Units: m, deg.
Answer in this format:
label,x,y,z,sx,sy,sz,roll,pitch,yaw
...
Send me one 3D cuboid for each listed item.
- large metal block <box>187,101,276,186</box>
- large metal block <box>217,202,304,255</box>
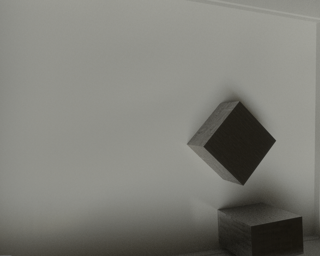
label,x,y,z,sx,sy,sz,roll,pitch,yaw
large metal block,0.100,0.020,0.434,0.080,0.050,0.080,44,76,-15
large metal block,0.137,0.143,0.432,0.081,0.080,0.050,-3,91,-20
